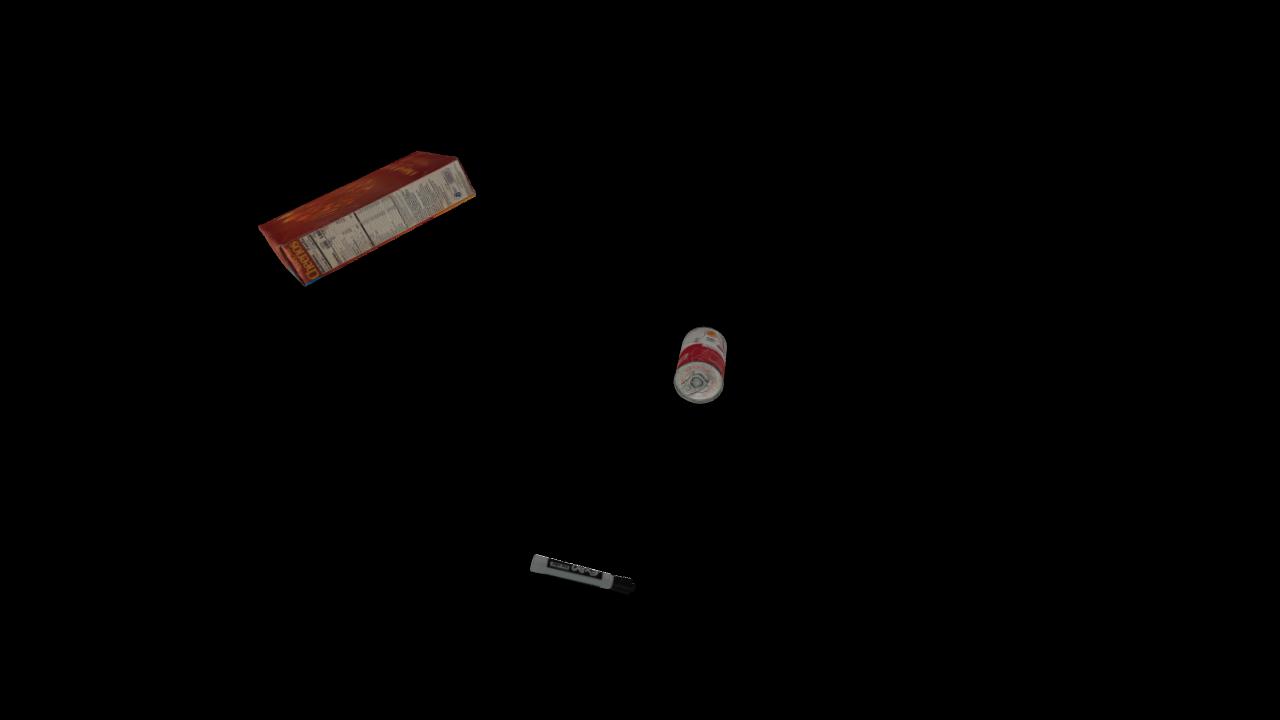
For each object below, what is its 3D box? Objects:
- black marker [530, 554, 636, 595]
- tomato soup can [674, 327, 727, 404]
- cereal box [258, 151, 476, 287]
[{"bbox_3d":[-0.062,0.241,0.688,0.121,0.020,0.020,19,-4,-12],"label":"black marker"},{"bbox_3d":[0.086,0.004,0.856,0.068,0.068,0.101,0,32,12],"label":"tomato soup can"},{"bbox_3d":[-0.451,-0.244,1.015,0.306,0.081,0.203,-37,37,-23],"label":"cereal box"}]
